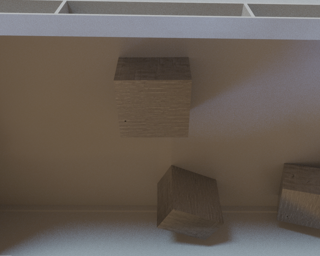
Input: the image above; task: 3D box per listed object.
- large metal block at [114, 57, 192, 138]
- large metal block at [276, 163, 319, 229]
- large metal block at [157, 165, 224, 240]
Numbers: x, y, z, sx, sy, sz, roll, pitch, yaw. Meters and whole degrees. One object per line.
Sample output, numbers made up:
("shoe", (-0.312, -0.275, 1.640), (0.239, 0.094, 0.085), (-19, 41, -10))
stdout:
("large metal block", (-0.007, -0.035, 0.363), (0.080, 0.050, 0.079), (0, 130, 0))
("large metal block", (0.225, 0.105, 0.468), (0.080, 0.050, 0.080), (7, 133, 19))
("large metal block", (0.043, 0.112, 0.469), (0.080, 0.080, 0.050), (20, 127, -17))
